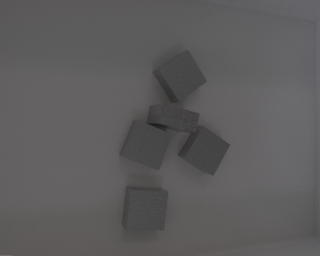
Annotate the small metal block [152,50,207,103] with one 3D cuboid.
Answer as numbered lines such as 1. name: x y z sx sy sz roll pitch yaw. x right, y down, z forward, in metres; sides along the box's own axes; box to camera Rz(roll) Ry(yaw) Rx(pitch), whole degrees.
1. small metal block: 0.027 -0.069 0.420 0.050 0.025 0.050 -37 102 -16

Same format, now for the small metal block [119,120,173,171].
1. small metal block: -0.018 0.022 0.404 0.050 0.025 0.050 24 82 -19

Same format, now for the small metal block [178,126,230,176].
1. small metal block: 0.062 0.031 0.433 0.050 0.025 0.050 34 79 -17

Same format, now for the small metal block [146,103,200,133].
1. small metal block: 0.016 -0.012 0.403 0.050 0.050 0.025 14 86 -20

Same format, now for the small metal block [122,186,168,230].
1. small metal block: -0.020 0.104 0.403 0.050 0.025 0.050 7 88 -20
